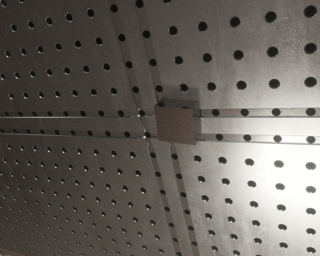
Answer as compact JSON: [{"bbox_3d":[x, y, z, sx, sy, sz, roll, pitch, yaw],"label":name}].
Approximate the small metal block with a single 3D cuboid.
[{"bbox_3d":[0.023,-0.009,0.393,0.050,0.025,0.050,6,121,24],"label":"small metal block"}]
